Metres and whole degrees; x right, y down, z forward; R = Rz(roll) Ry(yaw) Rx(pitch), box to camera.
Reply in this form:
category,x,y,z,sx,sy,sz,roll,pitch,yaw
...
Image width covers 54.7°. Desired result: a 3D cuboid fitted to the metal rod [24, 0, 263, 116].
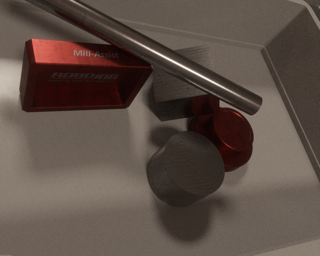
category,x,y,z,sx,sy,sz,roll,pitch,yaw
metal rod,-0.020,-0.087,0.332,0.302,0.025,0.025,25,53,-14

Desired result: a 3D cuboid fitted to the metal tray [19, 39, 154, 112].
category,x,y,z,sx,sy,sz,roll,pitch,yaw
metal tray,-0.084,-0.055,0.353,0.131,0.090,0.030,-4,64,-31

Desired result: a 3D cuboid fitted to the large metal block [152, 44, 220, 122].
category,x,y,z,sx,sy,sz,roll,pitch,yaw
large metal block,0.034,-0.061,0.424,0.080,0.050,0.080,-9,61,6

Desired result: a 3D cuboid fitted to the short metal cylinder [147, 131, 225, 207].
category,x,y,z,sx,sy,sz,roll,pitch,yaw
short metal cylinder,0.031,0.050,0.377,0.081,0.050,0.080,14,56,-21

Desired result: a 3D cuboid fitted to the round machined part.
category,x,y,z,sx,sy,sz,roll,pitch,yaw
round machined part,0.093,0.010,0.441,0.099,0.042,0.098,14,56,-21
